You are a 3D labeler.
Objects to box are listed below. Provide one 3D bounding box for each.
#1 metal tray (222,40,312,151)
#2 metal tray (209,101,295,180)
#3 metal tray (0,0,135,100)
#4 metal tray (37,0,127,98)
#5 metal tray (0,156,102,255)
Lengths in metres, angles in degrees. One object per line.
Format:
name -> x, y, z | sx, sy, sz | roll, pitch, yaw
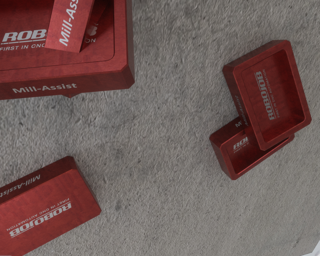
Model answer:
metal tray -> 0.151, -0.045, 0.432 | 0.090, 0.030, 0.129 | -29, 111, -8
metal tray -> 0.150, 0.015, 0.494 | 0.130, 0.030, 0.090 | -33, 129, -7
metal tray -> -0.088, -0.072, 0.242 | 0.131, 0.090, 0.030 | -5, 162, 3
metal tray -> -0.058, -0.098, 0.272 | 0.030, 0.090, 0.129 | 23, 111, 4
metal tray -> -0.150, 0.101, 0.384 | 0.131, 0.030, 0.090 | -26, 128, -12
